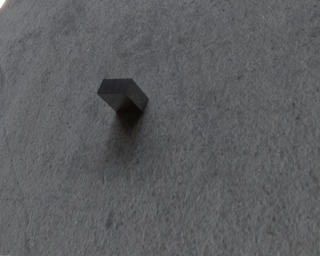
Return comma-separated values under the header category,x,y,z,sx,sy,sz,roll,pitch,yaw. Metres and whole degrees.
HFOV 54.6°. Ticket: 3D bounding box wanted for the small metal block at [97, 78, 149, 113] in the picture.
category,x,y,z,sx,sy,sz,roll,pitch,yaw
small metal block,-0.053,-0.046,0.445,0.050,0.050,0.025,4,64,30
